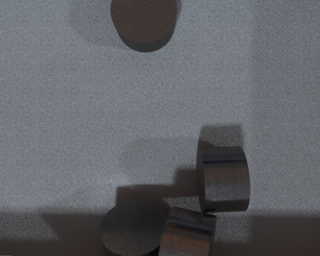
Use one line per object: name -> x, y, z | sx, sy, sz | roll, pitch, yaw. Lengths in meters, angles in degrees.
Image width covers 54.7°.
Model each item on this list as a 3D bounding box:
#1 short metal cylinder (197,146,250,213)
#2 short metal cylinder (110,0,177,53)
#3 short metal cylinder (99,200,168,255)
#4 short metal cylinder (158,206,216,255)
short metal cylinder -> 0.075, 0.063, 0.384 | 0.050, 0.080, 0.080 | -2, 90, 0
short metal cylinder -> -0.020, -0.143, 0.398 | 0.081, 0.050, 0.080 | 0, 90, 0
short metal cylinder -> -0.030, 0.135, 0.376 | 0.081, 0.080, 0.050 | -2, 124, 0
short metal cylinder -> 0.033, 0.136, 0.358 | 0.050, 0.080, 0.080 | 9, 90, 15
